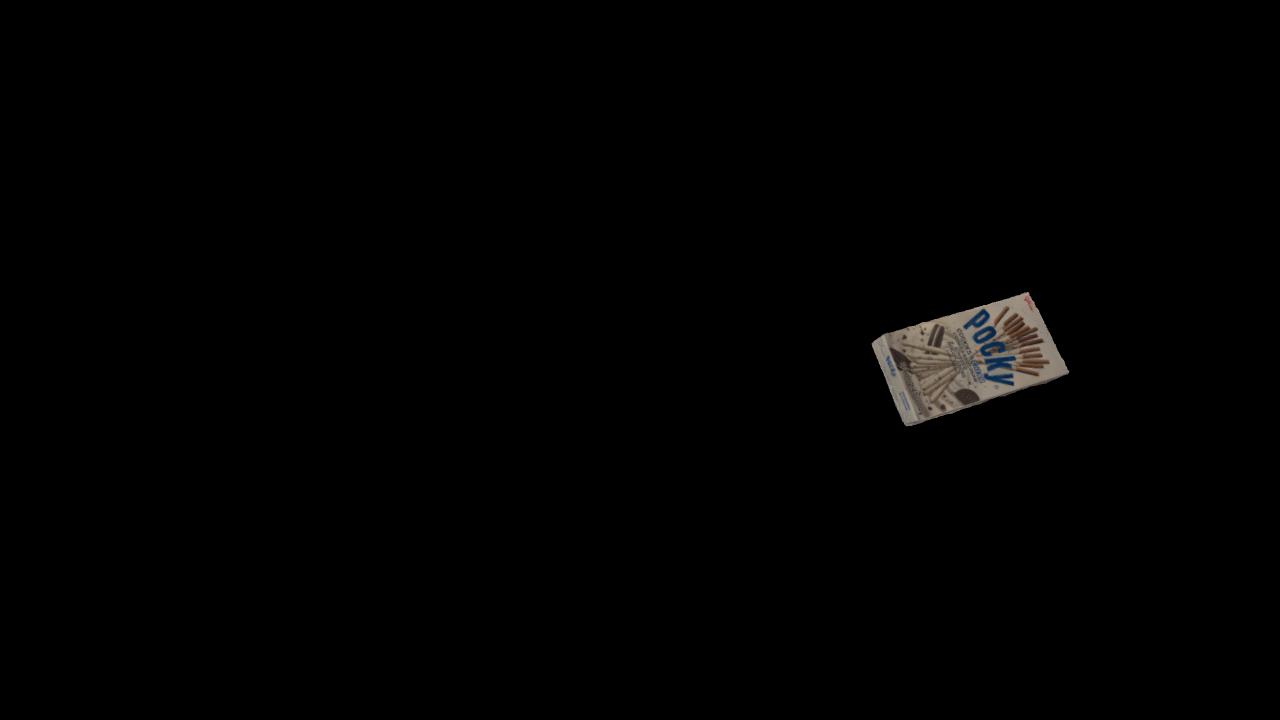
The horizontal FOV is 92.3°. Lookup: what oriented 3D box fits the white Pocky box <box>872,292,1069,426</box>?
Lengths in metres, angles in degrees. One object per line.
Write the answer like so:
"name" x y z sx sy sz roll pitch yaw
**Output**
"white Pocky box" 0.295 -0.002 0.554 0.154 0.084 0.028 -16 -14 -8
